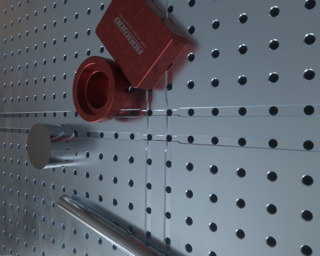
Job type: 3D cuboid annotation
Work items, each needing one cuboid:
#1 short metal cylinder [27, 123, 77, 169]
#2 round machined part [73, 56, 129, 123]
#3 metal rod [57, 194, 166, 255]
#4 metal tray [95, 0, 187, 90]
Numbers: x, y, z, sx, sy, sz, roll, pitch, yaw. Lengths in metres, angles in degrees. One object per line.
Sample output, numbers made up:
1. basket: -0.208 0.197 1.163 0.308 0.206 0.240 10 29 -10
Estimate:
1. short metal cylinder: -0.193 0.031 0.553 0.080 0.050 0.080 0 90 40
2. round machined part: -0.086 -0.057 0.470 0.098 0.042 0.097 0 90 40
3. metal rod: -0.058 0.163 0.457 0.300 0.025 0.025 16 100 38
4. metal tray: -0.032 -0.129 0.433 0.090 0.030 0.130 -50 61 28
